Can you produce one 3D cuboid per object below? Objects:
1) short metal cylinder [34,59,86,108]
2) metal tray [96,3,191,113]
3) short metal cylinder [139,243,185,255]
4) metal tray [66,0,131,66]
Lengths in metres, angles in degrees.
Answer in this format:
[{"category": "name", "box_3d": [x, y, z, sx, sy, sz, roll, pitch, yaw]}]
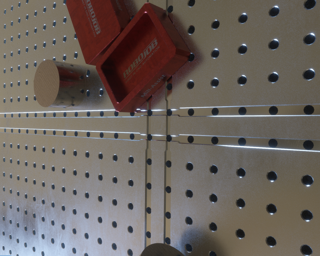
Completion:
[{"category": "short metal cylinder", "box_3d": [-0.175, -0.075, 0.537, 0.080, 0.050, 0.079, 0, 90, 40]}, {"category": "metal tray", "box_3d": [-0.029, -0.093, 0.429, 0.129, 0.030, 0.090, -41, 65, 32]}, {"category": "short metal cylinder", "box_3d": [0.000, 0.189, 0.374, 0.080, 0.081, 0.050, 47, 118, 29]}, {"category": "metal tray", "box_3d": [-0.096, -0.174, 0.486, 0.090, 0.030, 0.130, -33, 70, 35]}]
